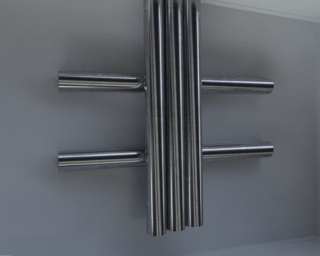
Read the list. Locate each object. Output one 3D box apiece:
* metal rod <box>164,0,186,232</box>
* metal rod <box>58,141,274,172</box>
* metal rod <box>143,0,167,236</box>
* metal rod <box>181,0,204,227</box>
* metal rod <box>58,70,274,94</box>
[{"bbox_3d":[0.018,-0.023,0.388,0.025,0.025,0.298,-1,90,-20],"label":"metal rod"},{"bbox_3d":[0.022,0.036,0.417,0.303,0.025,0.025,-1,91,-20],"label":"metal rod"},{"bbox_3d":[-0.006,-0.021,0.379,0.025,0.025,0.298,-1,90,-20],"label":"metal rod"},{"bbox_3d":[0.041,-0.026,0.397,0.025,0.025,0.298,-1,90,-20],"label":"metal rod"},{"bbox_3d":[0.022,-0.059,0.417,0.303,0.025,0.025,-2,91,-20],"label":"metal rod"}]
